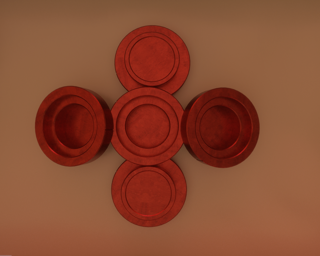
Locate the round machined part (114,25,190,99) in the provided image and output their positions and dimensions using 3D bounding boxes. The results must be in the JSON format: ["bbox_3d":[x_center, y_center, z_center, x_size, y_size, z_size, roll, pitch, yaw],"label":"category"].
[{"bbox_3d":[-0.010,-0.085,0.401,0.099,0.042,0.097,0,90,0],"label":"round machined part"}]

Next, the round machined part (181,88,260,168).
[{"bbox_3d":[0.072,0.000,0.393,0.099,0.042,0.097,0,90,-17],"label":"round machined part"}]

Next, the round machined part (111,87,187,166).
[{"bbox_3d":[-0.016,-0.002,0.400,0.099,0.042,0.097,0,90,0],"label":"round machined part"}]

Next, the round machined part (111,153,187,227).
[{"bbox_3d":[-0.014,0.080,0.401,0.099,0.042,0.097,0,90,0],"label":"round machined part"}]

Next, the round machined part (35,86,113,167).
[{"bbox_3d":[-0.103,-0.002,0.392,0.098,0.042,0.097,0,90,17],"label":"round machined part"}]
